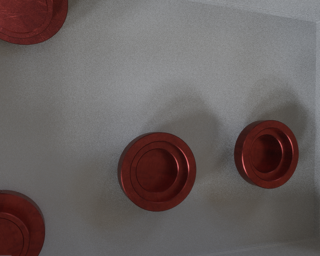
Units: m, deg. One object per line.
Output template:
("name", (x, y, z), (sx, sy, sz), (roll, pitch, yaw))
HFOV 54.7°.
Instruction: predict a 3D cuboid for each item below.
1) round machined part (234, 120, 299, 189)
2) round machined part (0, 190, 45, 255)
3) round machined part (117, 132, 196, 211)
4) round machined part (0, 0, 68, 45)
("round machined part", (0.151, 0.037, 0.457), (0.099, 0.042, 0.097), (0, 90, -20))
("round machined part", (-0.177, 0.120, 0.336), (0.099, 0.042, 0.097), (0, 90, -20))
("round machined part", (-0.007, 0.054, 0.399), (0.099, 0.042, 0.097), (0, 90, -20))
("round machined part", (-0.147, -0.133, 0.322), (0.099, 0.042, 0.097), (-10, 128, -13))
